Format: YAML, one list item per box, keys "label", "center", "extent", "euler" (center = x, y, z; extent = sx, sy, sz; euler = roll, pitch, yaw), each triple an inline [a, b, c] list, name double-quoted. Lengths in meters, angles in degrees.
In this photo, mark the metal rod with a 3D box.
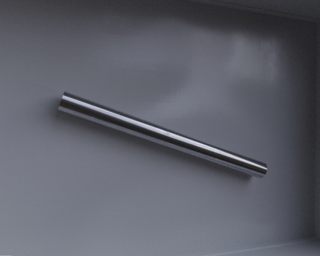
- label: "metal rod"
  center: [0.017, 0.016, 0.415]
  extent: [0.302, 0.025, 0.025]
  euler: [20, 84, -19]
